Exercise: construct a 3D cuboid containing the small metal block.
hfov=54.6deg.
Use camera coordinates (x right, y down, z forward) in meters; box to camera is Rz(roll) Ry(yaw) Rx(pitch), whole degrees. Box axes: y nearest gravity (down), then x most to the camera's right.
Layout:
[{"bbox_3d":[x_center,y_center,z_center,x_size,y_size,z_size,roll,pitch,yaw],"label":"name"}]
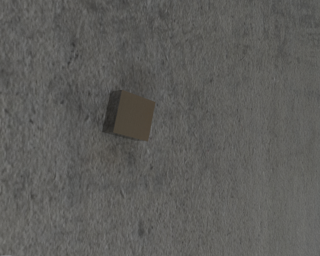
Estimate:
[{"bbox_3d":[-0.037,-0.014,0.373,0.050,0.025,0.050,17,79,-39],"label":"small metal block"}]
